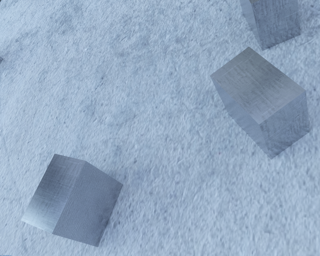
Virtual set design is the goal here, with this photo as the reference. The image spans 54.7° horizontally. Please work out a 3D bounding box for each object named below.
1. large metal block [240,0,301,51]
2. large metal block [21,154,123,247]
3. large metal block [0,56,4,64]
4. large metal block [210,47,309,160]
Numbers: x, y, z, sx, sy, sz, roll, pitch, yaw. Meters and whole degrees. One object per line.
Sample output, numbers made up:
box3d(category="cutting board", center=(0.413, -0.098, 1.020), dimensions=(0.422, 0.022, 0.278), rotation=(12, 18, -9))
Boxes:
box3d(category="large metal block", center=(0.136, -0.162, 0.396), dimensions=(0.050, 0.080, 0.080), rotation=(-22, 54, 15))
box3d(category="large metal block", center=(-0.099, 0.086, 0.366), dimensions=(0.050, 0.080, 0.080), rotation=(8, 66, 31))
box3d(category="large metal block", center=(-0.410, -0.155, 0.675), dimensions=(0.080, 0.080, 0.050), rotation=(5, 64, 30))
box3d(category="large metal block", center=(0.106, -0.025, 0.328), dimensions=(0.050, 0.080, 0.080), rotation=(-37, 51, 3))
